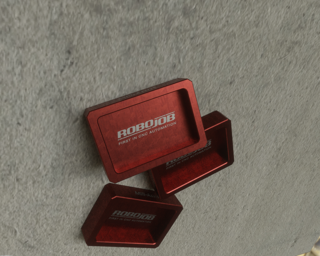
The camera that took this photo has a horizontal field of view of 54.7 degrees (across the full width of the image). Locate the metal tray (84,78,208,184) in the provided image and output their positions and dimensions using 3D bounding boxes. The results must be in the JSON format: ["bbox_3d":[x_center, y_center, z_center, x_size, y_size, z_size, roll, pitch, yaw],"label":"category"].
[{"bbox_3d":[-0.014,0.000,0.376,0.131,0.030,0.089,-21,106,-15],"label":"metal tray"}]

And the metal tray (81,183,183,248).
[{"bbox_3d":[-0.039,0.136,0.468,0.131,0.030,0.090,19,108,-36],"label":"metal tray"}]

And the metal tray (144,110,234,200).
[{"bbox_3d":[0.044,0.040,0.454,0.131,0.030,0.089,-24,128,-14],"label":"metal tray"}]
